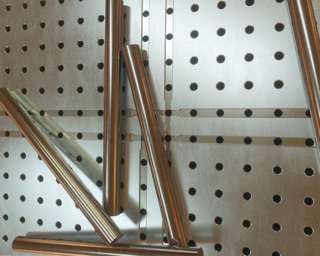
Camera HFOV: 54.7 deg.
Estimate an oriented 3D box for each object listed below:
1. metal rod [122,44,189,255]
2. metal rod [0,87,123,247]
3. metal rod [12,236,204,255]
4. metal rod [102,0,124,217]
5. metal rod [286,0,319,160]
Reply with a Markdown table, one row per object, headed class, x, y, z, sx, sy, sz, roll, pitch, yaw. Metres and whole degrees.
| class | x | y | z | sx | sy | sz | roll | pitch | yaw |
| --- | --- | --- | --- | --- | --- | --- | --- | --- | --- |
| metal rod | -0.005 | 0.034 | 0.413 | 0.025 | 0.025 | 0.298 | -15 | 85 | 19 |
| metal rod | -0.156 | 0.044 | 0.450 | 0.300 | 0.025 | 0.025 | 45 | 104 | 20 |
| metal rod | -0.088 | 0.168 | 0.426 | 0.301 | 0.025 | 0.025 | -6 | 88 | 25 |
| metal rod | -0.066 | -0.028 | 0.434 | 0.025 | 0.025 | 0.298 | 1 | 90 | 19 |
| metal rod | 0.169 | -0.093 | 0.353 | 0.025 | 0.025 | 0.298 | -11 | 86 | 19 |
